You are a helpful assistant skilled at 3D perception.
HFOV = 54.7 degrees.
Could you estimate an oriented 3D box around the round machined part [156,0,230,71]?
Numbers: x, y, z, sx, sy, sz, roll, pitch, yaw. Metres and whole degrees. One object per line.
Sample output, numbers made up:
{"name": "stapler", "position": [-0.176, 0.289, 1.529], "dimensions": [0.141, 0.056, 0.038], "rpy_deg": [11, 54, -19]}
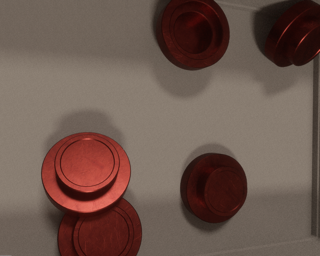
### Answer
{"name": "round machined part", "position": [0.041, -0.126, 0.418], "dimensions": [0.099, 0.042, 0.097], "rpy_deg": [0, 90, -21]}

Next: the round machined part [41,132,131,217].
{"name": "round machined part", "position": [-0.081, 0.046, 0.349], "dimensions": [0.099, 0.042, 0.098], "rpy_deg": [7, 58, -10]}

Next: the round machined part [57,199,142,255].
{"name": "round machined part", "position": [-0.068, 0.125, 0.363], "dimensions": [0.099, 0.042, 0.098], "rpy_deg": [6, 71, -17]}

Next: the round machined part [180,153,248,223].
{"name": "round machined part", "position": [0.082, 0.085, 0.433], "dimensions": [0.099, 0.042, 0.097], "rpy_deg": [0, 90, -21]}

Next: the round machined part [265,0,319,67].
{"name": "round machined part", "position": [0.205, -0.130, 0.450], "dimensions": [0.099, 0.042, 0.097], "rpy_deg": [-23, 143, -19]}
